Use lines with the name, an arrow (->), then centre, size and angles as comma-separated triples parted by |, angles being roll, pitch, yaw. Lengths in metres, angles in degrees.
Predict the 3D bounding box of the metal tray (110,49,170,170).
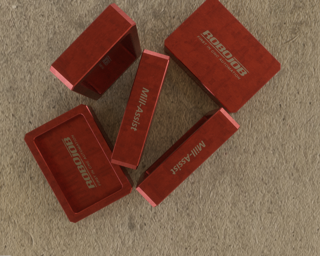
metal tray -> -0.022, -0.021, 0.378 | 0.030, 0.090, 0.129 | 17, 90, 0

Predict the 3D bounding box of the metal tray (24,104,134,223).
metal tray -> -0.104, 0.045, 0.407 | 0.090, 0.030, 0.130 | -29, 90, -1

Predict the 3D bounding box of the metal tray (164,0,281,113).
metal tray -> 0.080, -0.094, 0.410 | 0.090, 0.030, 0.130 | -44, 91, 0

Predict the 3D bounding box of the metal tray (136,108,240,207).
metal tray -> 0.030, 0.032, 0.379 | 0.130, 0.090, 0.030 | -43, 90, 0

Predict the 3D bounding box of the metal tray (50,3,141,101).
metal tray -> -0.065, -0.079, 0.358 | 0.030, 0.130, 0.090 | 44, 90, -1
